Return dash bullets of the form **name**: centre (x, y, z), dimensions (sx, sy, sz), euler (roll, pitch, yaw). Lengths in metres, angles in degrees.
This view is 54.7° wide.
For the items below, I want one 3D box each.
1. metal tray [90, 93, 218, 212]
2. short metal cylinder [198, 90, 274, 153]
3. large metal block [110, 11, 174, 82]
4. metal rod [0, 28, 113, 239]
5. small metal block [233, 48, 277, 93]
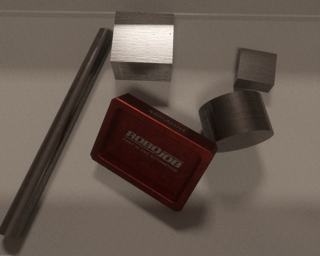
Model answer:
- **metal tray**: centre (-0.010, 0.028, 0.368), dimensions (0.130, 0.030, 0.089), euler (30, 115, 10)
- **short metal cylinder**: centre (0.093, -0.006, 0.384), dimensions (0.081, 0.080, 0.050), euler (-10, 71, -4)
- **large metal block**: centre (-0.023, -0.114, 0.438), dimensions (0.081, 0.050, 0.080), euler (2, 70, 0)
- **metal rod**: centre (-0.128, -0.007, 0.410), dimensions (0.025, 0.025, 0.299), euler (18, 71, 6)
- **small metal block**: centre (0.135, -0.082, 0.441), dimensions (0.050, 0.025, 0.050), euler (11, 70, 3)
